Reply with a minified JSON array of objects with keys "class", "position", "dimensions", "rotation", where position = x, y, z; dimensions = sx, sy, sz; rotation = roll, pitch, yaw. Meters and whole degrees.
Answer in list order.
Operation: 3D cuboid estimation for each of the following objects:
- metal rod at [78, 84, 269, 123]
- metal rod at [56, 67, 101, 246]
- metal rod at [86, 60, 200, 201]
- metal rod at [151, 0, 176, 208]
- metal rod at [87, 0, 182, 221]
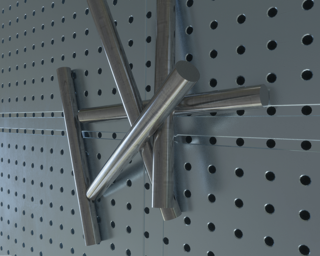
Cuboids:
[{"class":"metal rod","position":[-0.008,-0.026,0.414],"dimensions":[0.300,0.025,0.025],"rotation":[-3,88,39]},{"class":"metal rod","position":[-0.138,0.041,0.519],"dimensions":[0.025,0.025,0.299],"rotation":[-20,77,38]},{"class":"metal rod","position":[-0.040,0.027,0.387],"dimensions":[0.298,0.025,0.025],"rotation":[-50,60,47]},{"class":"metal rod","position":[0.006,-0.058,0.374],"dimensions":[0.025,0.025,0.298],"rotation":[-8,76,39]},{"class":"metal rod","position":[-0.034,-0.028,0.400],"dimensions":[0.025,0.025,0.299],"rotation":[-21,88,38]}]
